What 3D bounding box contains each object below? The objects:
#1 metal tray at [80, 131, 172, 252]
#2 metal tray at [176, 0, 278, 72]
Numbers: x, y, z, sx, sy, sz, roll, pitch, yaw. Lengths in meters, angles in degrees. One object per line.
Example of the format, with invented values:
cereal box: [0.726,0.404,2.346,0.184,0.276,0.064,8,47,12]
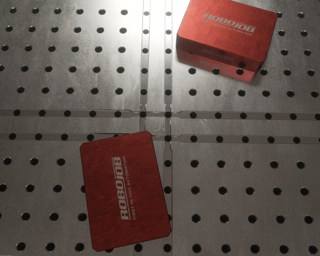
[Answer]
metal tray: [-0.043,0.075,0.381,0.091,0.030,0.129,-11,70,-5]
metal tray: [0.099,-0.146,0.464,0.131,0.030,0.090,18,71,6]
